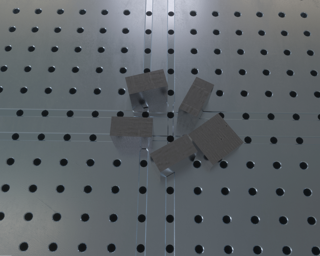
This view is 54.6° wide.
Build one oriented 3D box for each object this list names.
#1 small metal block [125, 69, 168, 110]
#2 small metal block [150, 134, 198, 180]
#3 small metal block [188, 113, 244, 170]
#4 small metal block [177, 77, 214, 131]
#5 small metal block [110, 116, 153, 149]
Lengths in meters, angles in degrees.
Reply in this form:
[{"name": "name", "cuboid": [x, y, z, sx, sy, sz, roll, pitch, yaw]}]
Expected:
[{"name": "small metal block", "cuboid": [-0.017, -0.051, 0.417, 0.050, 0.050, 0.025, -13, 71, -5]}, {"name": "small metal block", "cuboid": [0.016, 0.037, 0.385, 0.050, 0.050, 0.025, -28, 73, -10]}, {"name": "small metal block", "cuboid": [0.071, 0.017, 0.406, 0.050, 0.025, 0.050, -35, 74, -12]}, {"name": "small metal block", "cuboid": [0.046, -0.031, 0.410, 0.025, 0.050, 0.050, 27, 72, 9]}, {"name": "small metal block", "cuboid": [-0.034, 0.007, 0.396, 0.050, 0.050, 0.025, 2, 70, 1]}]
